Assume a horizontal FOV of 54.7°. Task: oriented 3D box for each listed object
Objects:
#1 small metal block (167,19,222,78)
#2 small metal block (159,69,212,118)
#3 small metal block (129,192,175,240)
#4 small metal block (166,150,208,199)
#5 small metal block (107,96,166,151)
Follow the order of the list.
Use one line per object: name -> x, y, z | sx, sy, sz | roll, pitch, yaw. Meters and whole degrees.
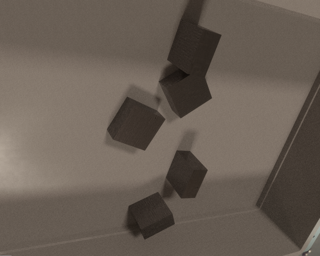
small metal block -> 0.038, -0.092, 0.358 | 0.025, 0.050, 0.050 | 6, 116, -32
small metal block -> 0.033, -0.049, 0.398 | 0.050, 0.025, 0.050 | -33, 129, -7
small metal block -> -0.013, 0.132, 0.469 | 0.050, 0.050, 0.025 | -23, 127, -15
small metal block -> 0.038, 0.068, 0.457 | 0.025, 0.050, 0.050 | 6, 115, -32
small metal block -> -0.030, -0.005, 0.391 | 0.050, 0.025, 0.050 | 23, 106, -37
